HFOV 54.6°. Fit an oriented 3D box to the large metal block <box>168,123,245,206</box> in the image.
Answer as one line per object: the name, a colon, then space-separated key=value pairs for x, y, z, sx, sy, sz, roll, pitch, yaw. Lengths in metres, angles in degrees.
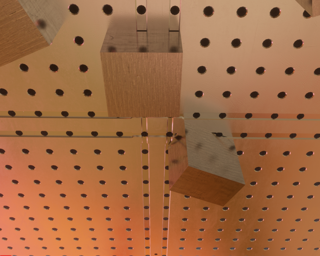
large metal block: x=0.059 y=0.048 z=0.417 sx=0.080 sy=0.080 sz=0.050 roll=20 pitch=127 yaw=-16

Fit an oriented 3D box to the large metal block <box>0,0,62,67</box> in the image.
large metal block: x=-0.158 y=-0.111 z=0.300 sx=0.080 sy=0.050 sz=0.080 roll=-18 pitch=128 yaw=14

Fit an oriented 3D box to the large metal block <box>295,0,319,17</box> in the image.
large metal block: x=0.162 y=-0.154 z=0.265 sx=0.080 sy=0.050 sz=0.080 roll=-15 pitch=129 yaw=12

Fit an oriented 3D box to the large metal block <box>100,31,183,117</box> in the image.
large metal block: x=-0.018 y=-0.059 z=0.345 sx=0.080 sy=0.050 sz=0.080 roll=0 pitch=130 yaw=0
